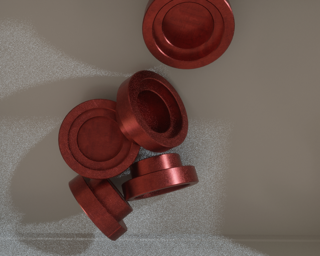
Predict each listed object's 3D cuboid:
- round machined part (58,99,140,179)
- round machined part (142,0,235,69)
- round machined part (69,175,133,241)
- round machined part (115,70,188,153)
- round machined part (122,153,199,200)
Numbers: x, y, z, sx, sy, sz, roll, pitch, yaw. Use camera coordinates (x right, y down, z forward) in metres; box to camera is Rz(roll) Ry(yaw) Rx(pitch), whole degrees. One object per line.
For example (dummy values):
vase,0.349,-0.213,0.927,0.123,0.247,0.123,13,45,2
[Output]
round machined part,-0.076,0.014,0.393,0.099,0.042,0.097,1,88,-14
round machined part,0.031,-0.118,0.346,0.099,0.042,0.097,1,136,2
round machined part,-0.073,0.096,0.411,0.042,0.098,0.098,-39,107,-10
round machined part,-0.014,-0.016,0.372,0.042,0.098,0.098,-27,110,37
round machined part,-0.002,0.063,0.406,0.098,0.098,0.042,-16,74,6
